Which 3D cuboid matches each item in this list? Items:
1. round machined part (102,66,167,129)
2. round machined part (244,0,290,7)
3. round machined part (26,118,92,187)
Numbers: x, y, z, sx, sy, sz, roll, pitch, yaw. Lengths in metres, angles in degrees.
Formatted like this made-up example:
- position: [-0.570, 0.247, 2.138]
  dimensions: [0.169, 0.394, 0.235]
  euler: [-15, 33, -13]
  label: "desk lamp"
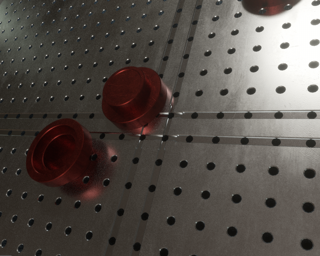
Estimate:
- position: [-0.043, -0.050, 0.449]
  dimensions: [0.098, 0.042, 0.098]
  euler: [-13, 56, 20]
  label: "round machined part"
- position: [0.163, -0.227, 0.451]
  dimensions: [0.098, 0.042, 0.098]
  euler: [-13, 56, 20]
  label: "round machined part"
- position: [-0.138, 0.038, 0.444]
  dimensions: [0.098, 0.042, 0.098]
  euler: [-13, 56, 20]
  label: "round machined part"
